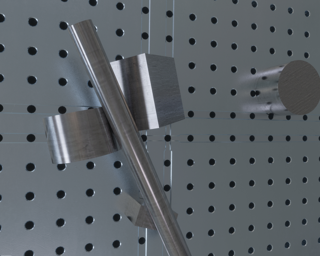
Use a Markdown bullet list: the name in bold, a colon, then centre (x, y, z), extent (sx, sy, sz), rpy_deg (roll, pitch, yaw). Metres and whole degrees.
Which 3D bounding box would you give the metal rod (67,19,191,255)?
- **metal rod**: centre (-0.024, 0.033, 0.337), extent (0.025, 0.025, 0.299), rpy_deg (-27, 106, -18)

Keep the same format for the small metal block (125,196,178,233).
- **small metal block**: centre (-0.012, 0.110, 0.395), extent (0.050, 0.050, 0.025), rpy_deg (19, 84, -19)

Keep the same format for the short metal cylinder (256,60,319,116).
- **short metal cylinder**: centre (0.195, -0.059, 0.471), extent (0.081, 0.050, 0.079), rpy_deg (0, 90, -20)

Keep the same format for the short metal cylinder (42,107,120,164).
- **short metal cylinder**: centre (-0.086, 0.006, 0.352), extent (0.081, 0.080, 0.050), rpy_deg (-12, 95, -20)

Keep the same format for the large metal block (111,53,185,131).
- **large metal block**: centre (-0.014, -0.042, 0.372), extent (0.080, 0.050, 0.080), rpy_deg (-19, 99, -64)
